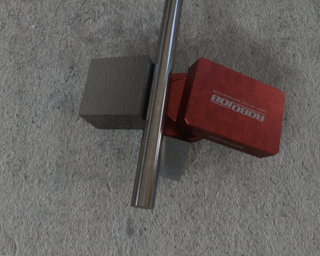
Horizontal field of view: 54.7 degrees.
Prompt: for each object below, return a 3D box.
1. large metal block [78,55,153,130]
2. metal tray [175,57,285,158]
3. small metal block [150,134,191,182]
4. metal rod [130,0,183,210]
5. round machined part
[{"bbox_3d":[-0.049,-0.044,0.400,0.080,0.050,0.080,0,69,19],"label":"large metal block"},{"bbox_3d":[0.092,-0.023,0.392,0.131,0.030,0.090,19,71,-15],"label":"metal tray"},{"bbox_3d":[0.007,0.034,0.387,0.050,0.025,0.050,15,96,6],"label":"small metal block"},{"bbox_3d":[0.001,-0.053,0.384,0.025,0.025,0.299,7,68,2],"label":"metal rod"},{"bbox_3d":[0.032,-0.031,0.412,0.099,0.042,0.098,0,70,0],"label":"round machined part"}]
